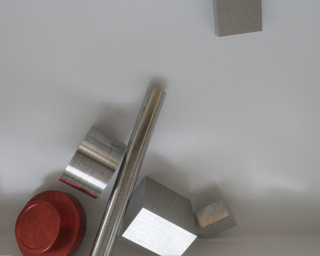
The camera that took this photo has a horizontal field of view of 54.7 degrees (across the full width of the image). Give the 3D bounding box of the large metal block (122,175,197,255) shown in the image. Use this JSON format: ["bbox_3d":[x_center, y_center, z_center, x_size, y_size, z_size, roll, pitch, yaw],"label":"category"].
[{"bbox_3d":[-0.001,0.122,0.427,0.080,0.080,0.050,31,107,-11],"label":"large metal block"}]

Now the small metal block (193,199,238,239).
[{"bbox_3d":[0.079,0.133,0.450,0.050,0.025,0.050,-28,140,9],"label":"small metal block"}]

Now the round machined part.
[{"bbox_3d":[-0.155,0.134,0.421,0.098,0.042,0.098,-5,70,15],"label":"round machined part"}]

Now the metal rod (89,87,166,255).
[{"bbox_3d":[-0.051,0.092,0.377,0.025,0.025,0.299,20,83,-7],"label":"metal rod"}]

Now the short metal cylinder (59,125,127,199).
[{"bbox_3d":[-0.085,0.043,0.397,0.050,0.080,0.080,31,107,-11],"label":"short metal cylinder"}]

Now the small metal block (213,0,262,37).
[{"bbox_3d":[0.090,-0.137,0.362,0.050,0.025,0.050,-8,110,2],"label":"small metal block"}]
